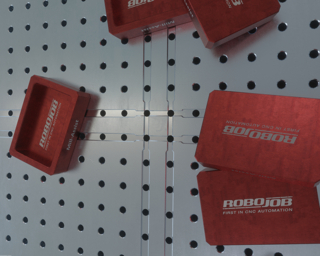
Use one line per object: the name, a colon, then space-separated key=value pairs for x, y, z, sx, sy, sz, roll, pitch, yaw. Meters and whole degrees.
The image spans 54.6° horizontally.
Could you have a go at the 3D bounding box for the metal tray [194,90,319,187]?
metal tray: x=0.113 y=0.009 z=0.349 sx=0.130 sy=0.030 sz=0.090 roll=9 pitch=74 yaw=25

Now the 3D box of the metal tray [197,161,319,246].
metal tray: x=0.116 y=0.089 z=0.369 sx=0.130 sy=0.030 sz=0.090 roll=-9 pitch=87 yaw=19

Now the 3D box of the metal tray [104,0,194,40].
metal tray: x=-0.010 y=-0.179 z=0.413 sx=0.130 sy=0.030 sz=0.090 roll=-10 pitch=87 yaw=19

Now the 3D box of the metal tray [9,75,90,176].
metal tray: x=-0.168 y=-0.005 z=0.470 sx=0.090 sy=0.030 sz=0.129 roll=22 pitch=97 yaw=18

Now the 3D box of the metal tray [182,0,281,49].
metal tray: x=0.069 y=-0.171 z=0.363 sx=0.090 sy=0.030 sz=0.130 roll=-26 pitch=89 yaw=0
